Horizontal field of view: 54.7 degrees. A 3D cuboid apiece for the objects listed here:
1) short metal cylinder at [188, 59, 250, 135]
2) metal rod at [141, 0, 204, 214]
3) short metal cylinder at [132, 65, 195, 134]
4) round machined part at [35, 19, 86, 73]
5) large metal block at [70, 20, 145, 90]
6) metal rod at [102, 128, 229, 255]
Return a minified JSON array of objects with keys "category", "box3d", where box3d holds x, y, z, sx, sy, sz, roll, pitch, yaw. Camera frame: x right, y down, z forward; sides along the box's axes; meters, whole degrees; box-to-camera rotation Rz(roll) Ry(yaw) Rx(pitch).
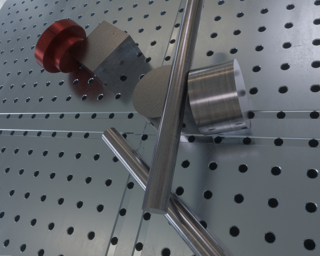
[{"category":"short metal cylinder","box3d":[0.070,-0.034,0.357,0.050,0.080,0.080,-11,57,23]},{"category":"metal rod","box3d":[0.022,-0.052,0.364,0.025,0.025,0.300,-3,60,27]},{"category":"short metal cylinder","box3d":[0.011,-0.036,0.409,0.080,0.050,0.080,-13,56,21]},{"category":"round machined part","box3d":[-0.163,-0.135,0.538,0.042,0.098,0.098,39,83,10]},{"category":"large metal block","box3d":[-0.088,-0.122,0.513,0.080,0.050,0.080,-47,51,-5]},{"category":"metal rod","box3d":[0.014,0.090,0.345,0.025,0.025,0.300,-44,51,-3]}]
